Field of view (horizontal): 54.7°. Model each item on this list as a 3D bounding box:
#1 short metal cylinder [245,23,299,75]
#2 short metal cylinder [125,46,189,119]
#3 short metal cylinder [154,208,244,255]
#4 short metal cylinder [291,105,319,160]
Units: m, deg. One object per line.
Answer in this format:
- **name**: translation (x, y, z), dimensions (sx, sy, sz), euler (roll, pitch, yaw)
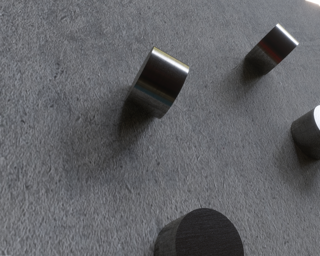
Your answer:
- **short metal cylinder**: translation (0.203, -0.142, 0.564), dimensions (0.050, 0.080, 0.080), euler (45, 51, 3)
- **short metal cylinder**: translation (-0.005, -0.058, 0.401), dimensions (0.050, 0.080, 0.080), euler (28, 52, -11)
- **short metal cylinder**: translation (0.041, 0.131, 0.329), dimensions (0.081, 0.050, 0.080), euler (14, 56, -21)
- **short metal cylinder**: translation (0.275, 0.008, 0.531), dimensions (0.081, 0.050, 0.080), euler (14, 56, -21)
